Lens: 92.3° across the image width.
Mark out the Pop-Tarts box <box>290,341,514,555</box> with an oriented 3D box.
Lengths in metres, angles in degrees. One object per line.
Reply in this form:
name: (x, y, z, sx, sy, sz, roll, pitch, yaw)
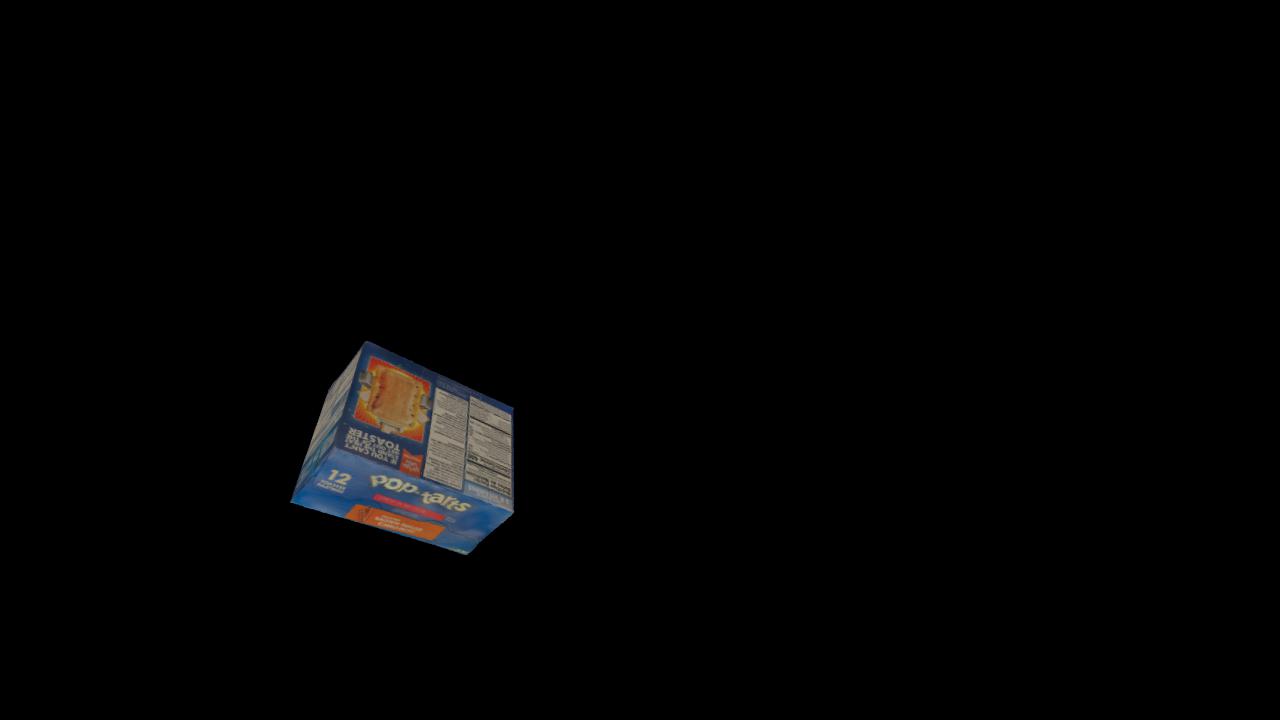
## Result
Pop-Tarts box: (-0.211, 0.084, 0.582, 0.167, 0.083, 0.141, 29, 28, -31)
